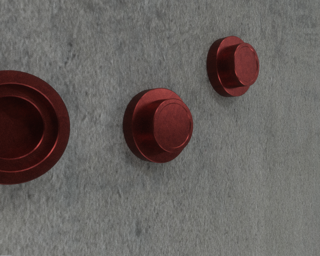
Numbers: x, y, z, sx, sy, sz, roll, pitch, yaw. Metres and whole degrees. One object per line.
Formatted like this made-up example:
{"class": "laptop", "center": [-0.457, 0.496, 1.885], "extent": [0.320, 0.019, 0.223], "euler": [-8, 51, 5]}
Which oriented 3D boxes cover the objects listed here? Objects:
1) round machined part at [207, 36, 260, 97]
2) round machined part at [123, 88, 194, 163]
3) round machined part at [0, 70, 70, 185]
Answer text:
{"class": "round machined part", "center": [0.124, -0.100, 0.500], "extent": [0.099, 0.042, 0.097], "euler": [0, 90, -40]}
{"class": "round machined part", "center": [0.005, -0.003, 0.400], "extent": [0.099, 0.042, 0.097], "euler": [0, 90, -40]}
{"class": "round machined part", "center": [-0.137, -0.001, 0.280], "extent": [0.099, 0.042, 0.097], "euler": [0, 90, -40]}
